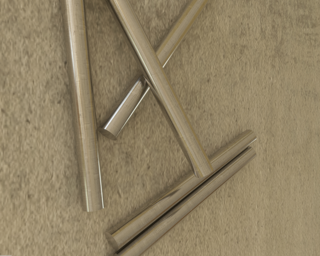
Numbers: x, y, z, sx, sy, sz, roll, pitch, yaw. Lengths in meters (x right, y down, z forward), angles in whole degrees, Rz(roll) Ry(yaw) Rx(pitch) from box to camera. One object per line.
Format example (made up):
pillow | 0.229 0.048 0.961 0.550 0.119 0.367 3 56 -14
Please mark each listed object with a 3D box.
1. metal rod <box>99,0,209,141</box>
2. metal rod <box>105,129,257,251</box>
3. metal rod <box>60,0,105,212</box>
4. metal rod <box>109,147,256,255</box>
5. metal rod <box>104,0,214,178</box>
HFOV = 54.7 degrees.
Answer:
metal rod | 0.011 -0.111 0.415 0.025 0.025 0.300 46 62 -31
metal rod | 0.050 0.073 0.449 0.302 0.025 0.025 -29 109 -36
metal rod | -0.086 -0.060 0.333 0.025 0.025 0.298 -8 95 -40
metal rod | 0.050 0.102 0.449 0.302 0.025 0.025 -29 109 -36
metal rod | -0.012 -0.074 0.365 0.025 0.025 0.299 -35 102 -35
